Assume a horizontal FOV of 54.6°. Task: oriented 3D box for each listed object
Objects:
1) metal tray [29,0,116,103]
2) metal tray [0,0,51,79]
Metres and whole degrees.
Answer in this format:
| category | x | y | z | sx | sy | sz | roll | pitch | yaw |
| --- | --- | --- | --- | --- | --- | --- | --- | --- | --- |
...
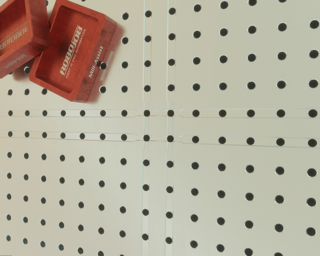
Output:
| category | x | y | z | sx | sy | sz | roll | pitch | yaw |
| --- | --- | --- | --- | --- | --- | --- | --- | --- | --- |
| metal tray | -0.130 | -0.113 | 0.456 | 0.090 | 0.030 | 0.129 | 26 | 98 | 18 |
| metal tray | -0.223 | -0.141 | 0.469 | 0.130 | 0.030 | 0.090 | -20 | 74 | 29 |
